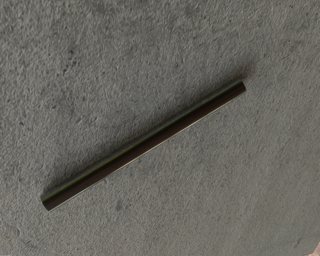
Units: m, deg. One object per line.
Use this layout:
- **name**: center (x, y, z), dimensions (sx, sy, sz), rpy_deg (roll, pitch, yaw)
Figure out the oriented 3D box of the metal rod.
- **metal rod**: center (-0.015, 0.018, 0.411), dimensions (0.301, 0.025, 0.025), rpy_deg (-31, 129, -8)
